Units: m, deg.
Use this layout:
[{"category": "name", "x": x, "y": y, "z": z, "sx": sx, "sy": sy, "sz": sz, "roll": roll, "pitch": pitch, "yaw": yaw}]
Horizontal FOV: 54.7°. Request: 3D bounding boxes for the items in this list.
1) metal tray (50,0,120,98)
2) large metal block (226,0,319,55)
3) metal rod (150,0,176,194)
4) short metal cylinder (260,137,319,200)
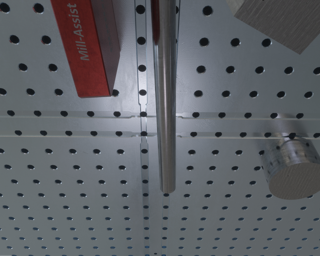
[{"category": "metal tray", "x": -0.065, "y": -0.103, "z": 0.279, "sx": 0.030, "sy": 0.090, "sz": 0.129, "roll": -3, "pitch": 130, "yaw": 2}, {"category": "large metal block", "x": 0.121, "y": -0.129, "z": 0.287, "sx": 0.080, "sy": 0.050, "sz": 0.080, "roll": 22, "pitch": 127, "yaw": -18}, {"category": "metal rod", "x": 0.008, "y": -0.019, "z": 0.394, "sx": 0.025, "sy": 0.025, "sz": 0.298, "roll": -2, "pitch": 130, "yaw": 1}, {"category": "short metal cylinder", "x": 0.192, "y": 0.059, "z": 0.447, "sx": 0.081, "sy": 0.050, "sz": 0.079, "roll": 0, "pitch": 130, "yaw": 0}]
